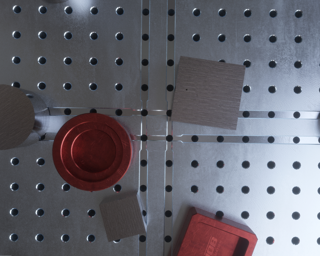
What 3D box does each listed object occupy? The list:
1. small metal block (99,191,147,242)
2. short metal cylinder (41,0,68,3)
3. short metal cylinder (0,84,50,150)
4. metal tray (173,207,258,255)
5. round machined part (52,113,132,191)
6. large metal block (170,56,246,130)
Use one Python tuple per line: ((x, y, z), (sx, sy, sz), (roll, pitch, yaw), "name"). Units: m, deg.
((-0.048, 0.117, 0.413), (0.050, 0.025, 0.050), (-14, 90, 0), "small metal block")
((-0.144, -0.210, 0.399), (0.081, 0.050, 0.080), (0, 90, 0), "short metal cylinder")
((-0.192, -0.013, 0.399), (0.081, 0.050, 0.080), (0, 90, 0), "short metal cylinder")
((0.062, 0.183, 0.411), (0.090, 0.030, 0.129), (21, 90, 0), "metal tray")
((-0.084, 0.030, 0.404), (0.099, 0.042, 0.097), (0, 90, 0), "round machined part")
((0.059, -0.043, 0.401), (0.080, 0.050, 0.080), (9, 90, 0), "large metal block")
